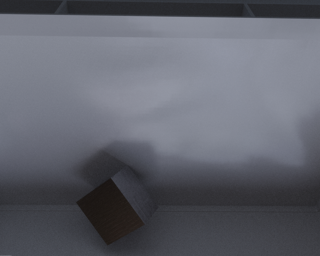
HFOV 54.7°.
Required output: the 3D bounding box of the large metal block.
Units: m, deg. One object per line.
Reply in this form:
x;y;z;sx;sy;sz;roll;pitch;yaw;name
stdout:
-0.064;0.116;0.467;0.080;0.050;0.080;-37;89;26;large metal block
